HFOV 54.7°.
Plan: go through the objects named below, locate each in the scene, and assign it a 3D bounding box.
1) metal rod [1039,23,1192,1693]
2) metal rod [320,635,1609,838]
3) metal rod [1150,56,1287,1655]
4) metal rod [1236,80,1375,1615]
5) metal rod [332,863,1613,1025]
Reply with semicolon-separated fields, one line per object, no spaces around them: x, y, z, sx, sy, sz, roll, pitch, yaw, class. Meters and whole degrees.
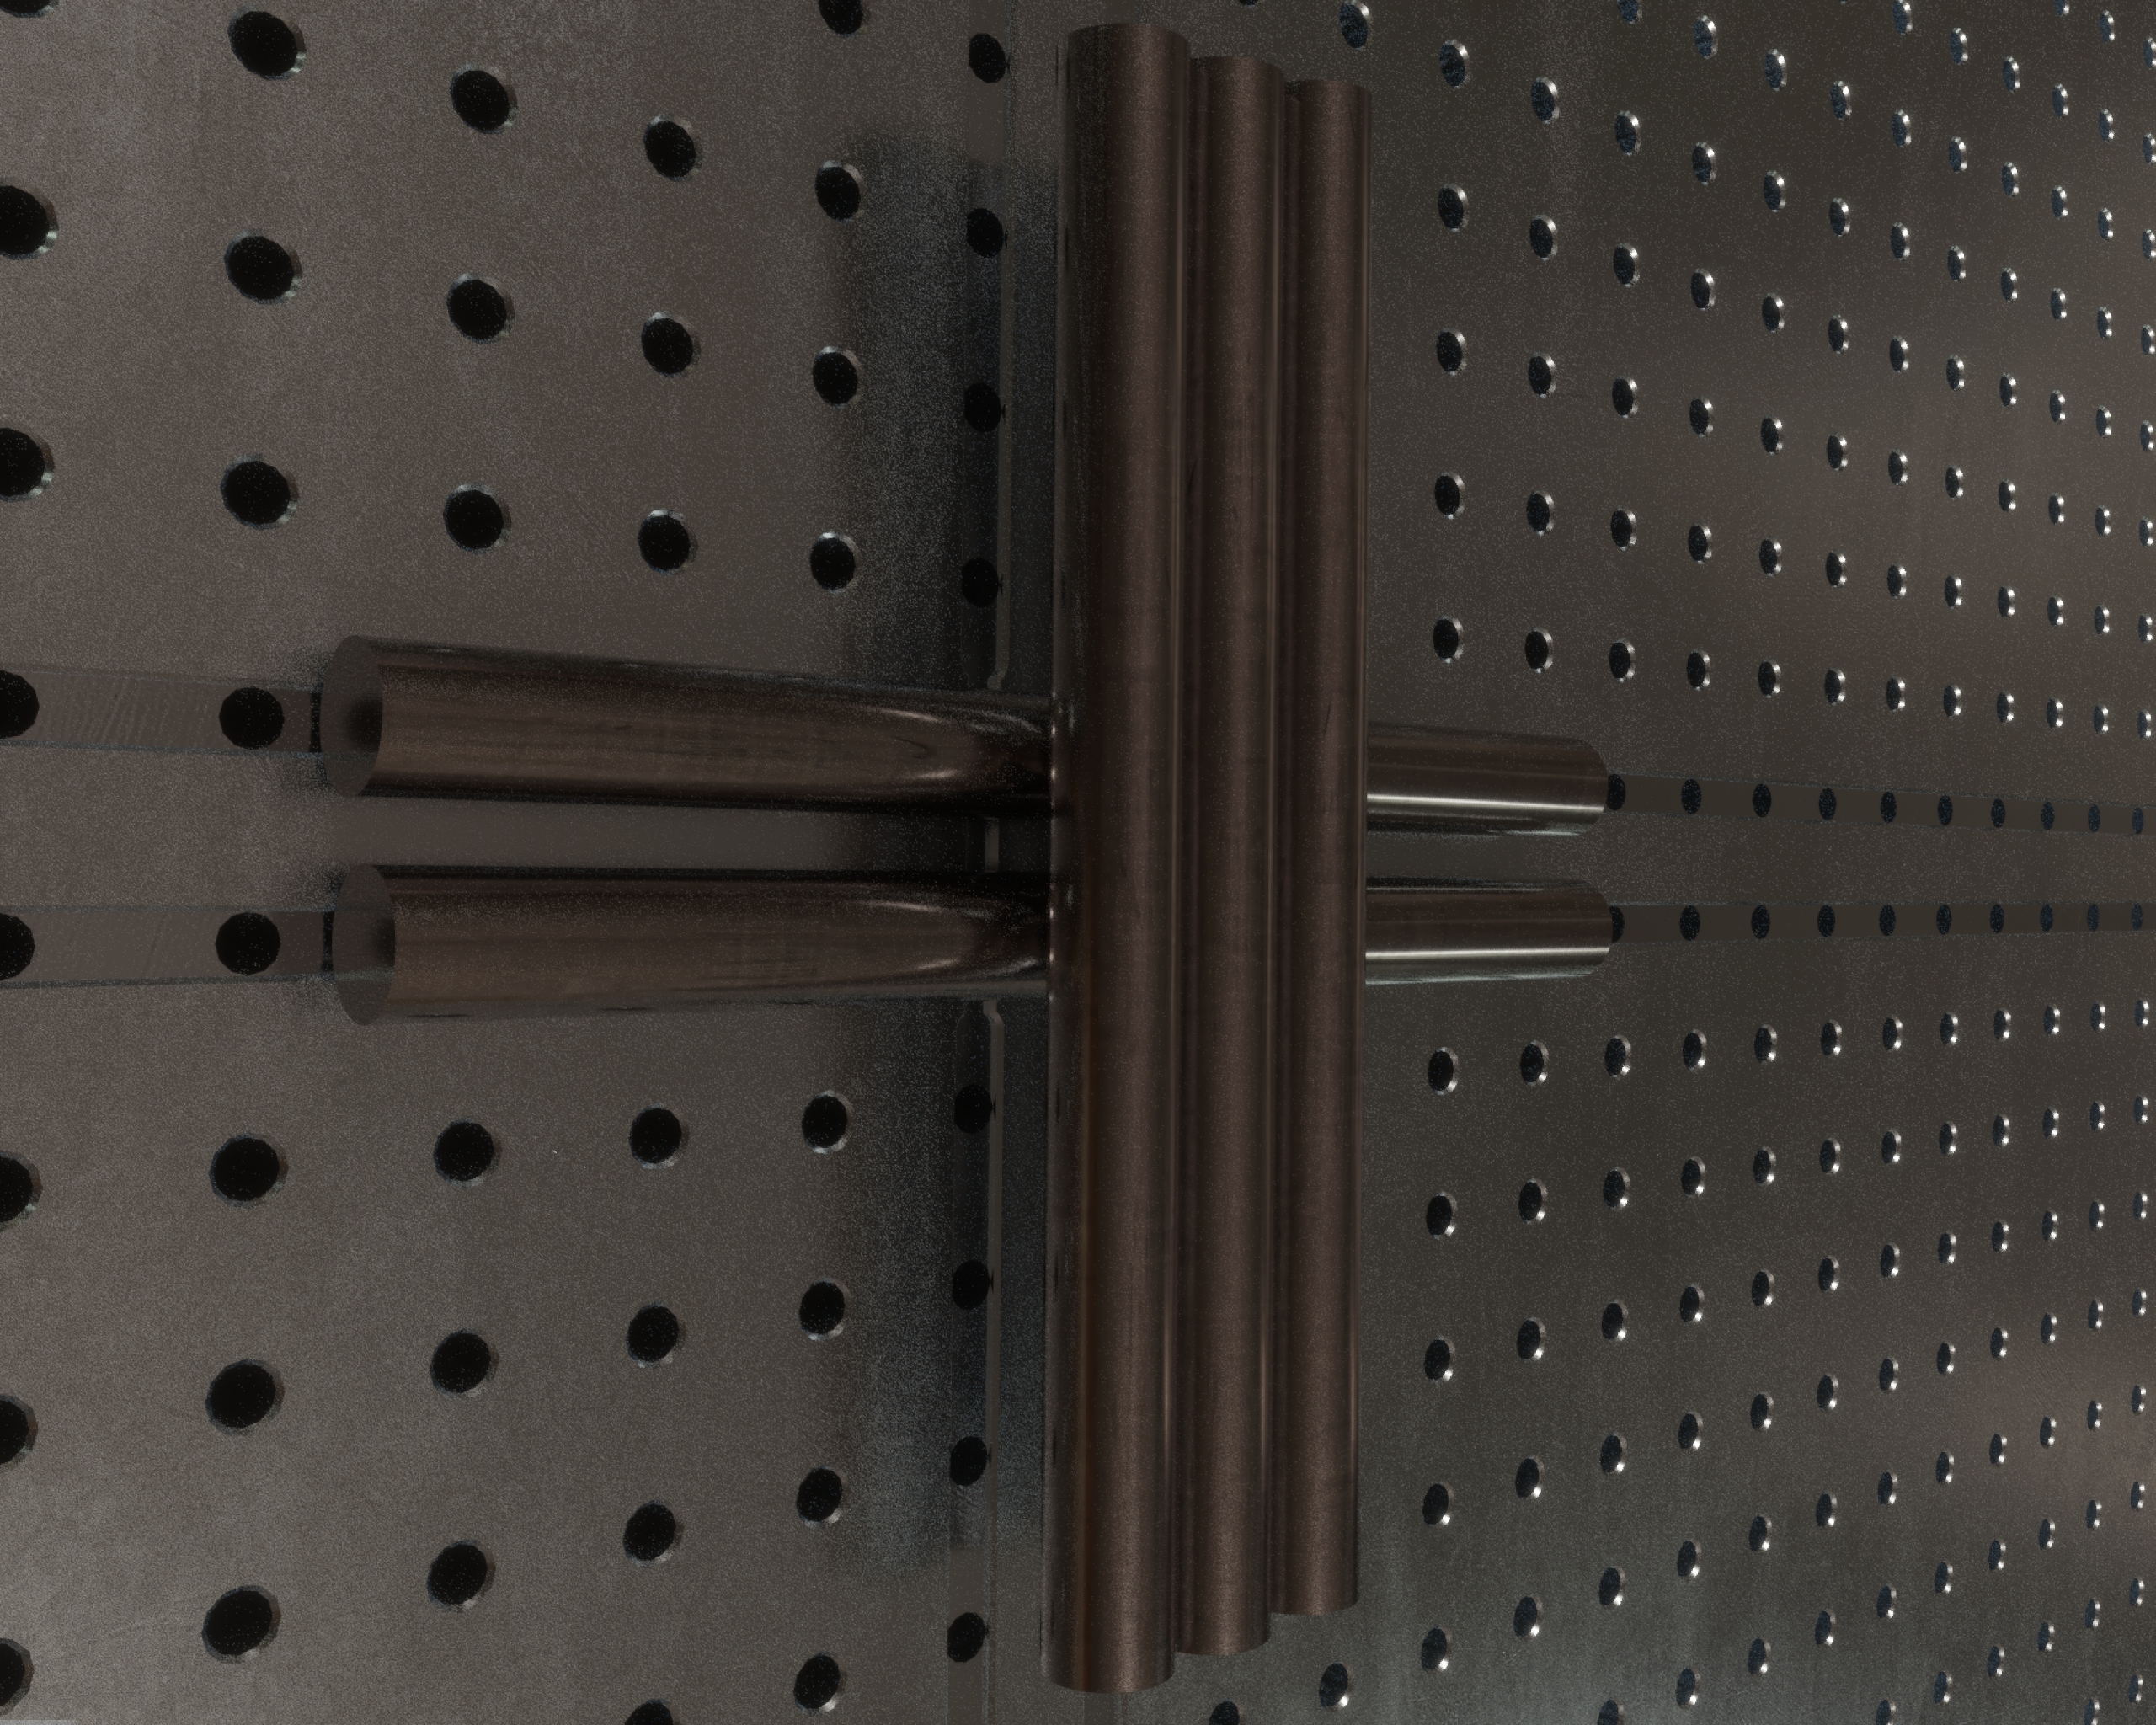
0.007;-0.001;0.385;0.025;0.025;0.298;1;90;-40;metal rod
0.005;-0.020;0.415;0.302;0.025;0.025;1;90;-40;metal rod
0.026;-0.002;0.401;0.025;0.025;0.298;1;90;-40;metal rod
0.045;-0.003;0.417;0.025;0.025;0.298;1;90;-40;metal rod
0.006;0.014;0.417;0.302;0.025;0.025;1;90;-40;metal rod
